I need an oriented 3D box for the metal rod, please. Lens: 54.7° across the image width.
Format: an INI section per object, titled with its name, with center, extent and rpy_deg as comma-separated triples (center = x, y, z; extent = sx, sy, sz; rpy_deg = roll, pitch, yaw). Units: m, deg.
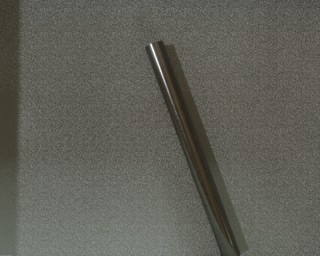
[metal rod]
center = 0.044, 0.030, 0.412
extent = 0.025, 0.025, 0.299
rpy_deg = -20, 90, 0
